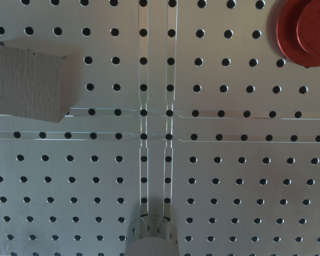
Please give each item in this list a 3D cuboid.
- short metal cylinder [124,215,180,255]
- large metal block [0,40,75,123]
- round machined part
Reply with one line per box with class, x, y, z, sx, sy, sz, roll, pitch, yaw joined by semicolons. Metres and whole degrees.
short metal cylinder;-0.012;0.180;0.466;0.081;0.050;0.079;0;110;-1
large metal block;-0.154;-0.058;0.377;0.081;0.050;0.079;10;110;-4
round machined part;0.186;-0.120;0.362;0.099;0.042;0.097;0;110;0
